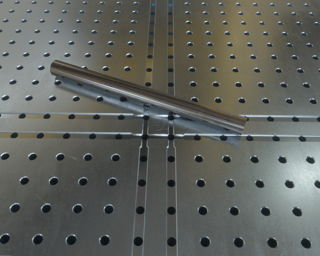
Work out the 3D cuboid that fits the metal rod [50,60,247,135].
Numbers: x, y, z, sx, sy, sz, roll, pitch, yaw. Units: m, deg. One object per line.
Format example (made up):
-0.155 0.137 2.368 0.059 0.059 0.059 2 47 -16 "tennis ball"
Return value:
-0.026 -0.048 0.448 0.301 0.025 0.025 19 53 15 "metal rod"
